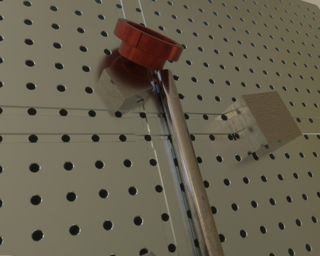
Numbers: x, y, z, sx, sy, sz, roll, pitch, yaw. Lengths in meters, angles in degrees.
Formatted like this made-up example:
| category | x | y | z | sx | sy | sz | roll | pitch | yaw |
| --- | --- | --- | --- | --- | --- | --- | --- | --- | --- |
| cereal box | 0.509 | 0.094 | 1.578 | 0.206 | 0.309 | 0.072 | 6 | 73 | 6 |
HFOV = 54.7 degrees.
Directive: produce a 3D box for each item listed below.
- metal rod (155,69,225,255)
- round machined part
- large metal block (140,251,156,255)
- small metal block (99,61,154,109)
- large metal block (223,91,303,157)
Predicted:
| category | x | y | z | sx | sy | sz | roll | pitch | yaw |
| --- | --- | --- | --- | --- | --- | --- | --- | --- | --- |
| metal rod | 0.038 | 0.052 | 0.396 | 0.025 | 0.025 | 0.299 | 1 | 61 | -28 |
| round machined part | -0.020 | -0.114 | 0.437 | 0.099 | 0.042 | 0.098 | 22 | 20 | -8 |
| large metal block | -0.010 | 0.175 | 0.280 | 0.080 | 0.050 | 0.080 | 42 | 51 | 0 |
| small metal block | -0.045 | -0.060 | 0.420 | 0.050 | 0.025 | 0.050 | -28 | 77 | -37 |
| large metal block | 0.159 | -0.008 | 0.482 | 0.081 | 0.050 | 0.080 | -9 | 67 | -32 |
